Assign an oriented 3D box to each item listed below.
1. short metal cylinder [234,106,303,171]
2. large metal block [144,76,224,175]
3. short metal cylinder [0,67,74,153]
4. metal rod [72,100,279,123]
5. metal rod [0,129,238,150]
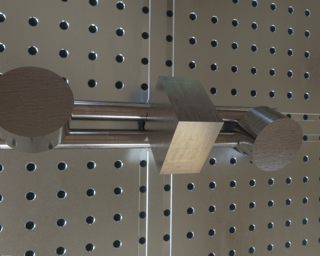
[{"bbox_3d":[0.152,0.014,0.441,0.081,0.050,0.079,-8,115,-16],"label":"short metal cylinder"},{"bbox_3d":[0.023,-0.003,0.360,0.050,0.080,0.079,1,132,-20],"label":"large metal block"},{"bbox_3d":[-0.136,-0.019,0.334,0.081,0.050,0.080,8,65,-17],"label":"short metal cylinder"},{"bbox_3d":[0.035,-0.020,0.425,0.302,0.025,0.025,1,90,-20],"label":"metal rod"},{"bbox_3d":[-0.035,0.014,0.399,0.302,0.025,0.025,1,90,-20],"label":"metal rod"}]
